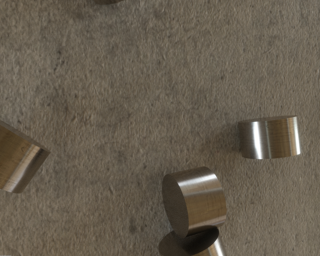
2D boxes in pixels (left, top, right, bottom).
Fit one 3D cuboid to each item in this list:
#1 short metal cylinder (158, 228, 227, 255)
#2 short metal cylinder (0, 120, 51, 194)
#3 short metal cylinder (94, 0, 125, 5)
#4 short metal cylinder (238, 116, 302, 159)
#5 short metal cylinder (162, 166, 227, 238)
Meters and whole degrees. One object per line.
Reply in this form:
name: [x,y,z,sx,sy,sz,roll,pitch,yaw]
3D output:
short metal cylinder: [0.044,0.165,0.398,0.081,0.080,0.050,-21,97,-19]
short metal cylinder: [-0.163,0.025,0.320,0.080,0.080,0.050,36,79,-17]
short metal cylinder: [-0.049,-0.186,0.362,0.081,0.080,0.050,-25,99,-19]
short metal cylinder: [0.154,0.012,0.439,0.081,0.080,0.050,-8,93,-20]
short metal cylinder: [0.041,0.093,0.396,0.050,0.080,0.079,-10,94,-20]
